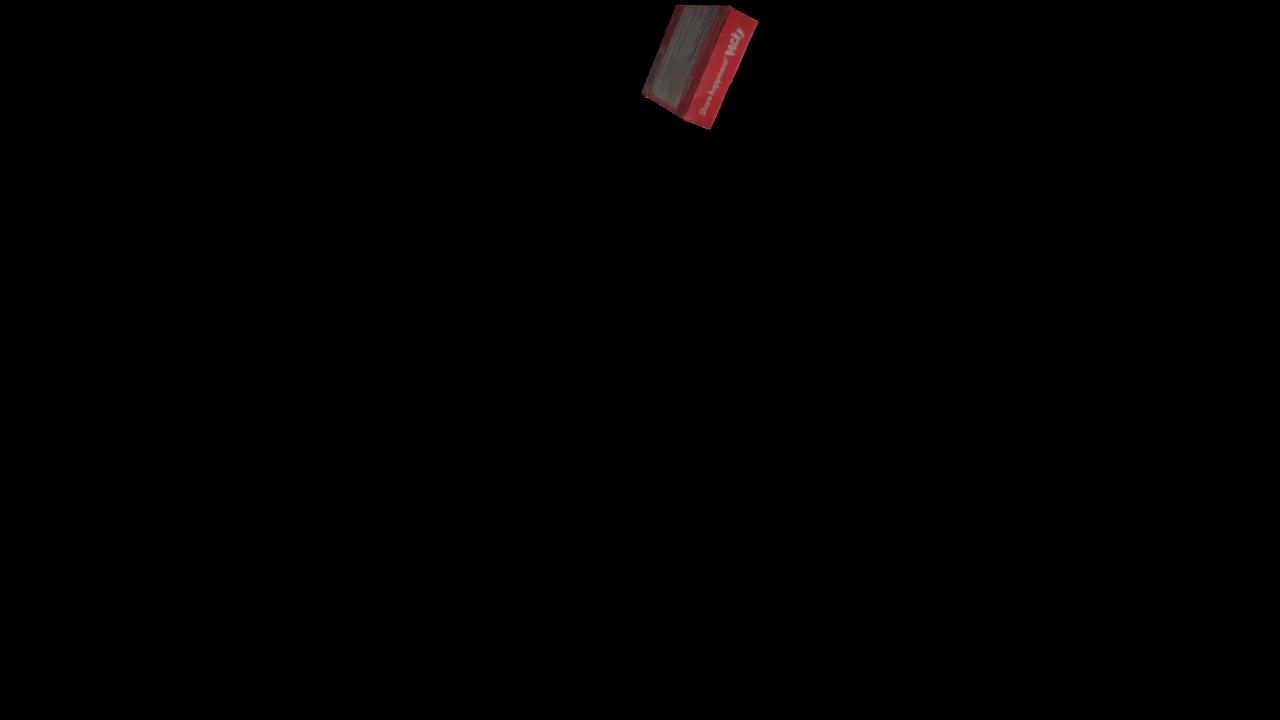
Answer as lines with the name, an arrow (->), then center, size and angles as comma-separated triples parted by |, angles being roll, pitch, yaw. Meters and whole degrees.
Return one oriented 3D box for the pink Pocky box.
pink Pocky box -> 0.044, -0.253, 0.523 | 0.029, 0.084, 0.155 | 16, 25, -21
